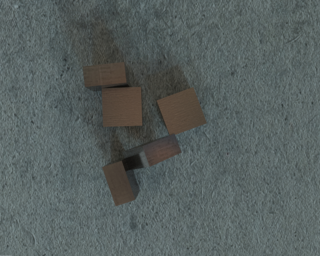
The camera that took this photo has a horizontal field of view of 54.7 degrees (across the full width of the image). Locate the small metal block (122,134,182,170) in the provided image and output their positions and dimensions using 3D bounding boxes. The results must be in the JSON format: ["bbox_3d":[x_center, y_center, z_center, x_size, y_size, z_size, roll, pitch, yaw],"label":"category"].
[{"bbox_3d":[-0.011,0.030,0.387,0.050,0.050,0.025,-20,91,-36],"label":"small metal block"}]

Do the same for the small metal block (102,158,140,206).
[{"bbox_3d":[-0.048,0.066,0.396,0.025,0.050,0.050,-19,90,3],"label":"small metal block"}]

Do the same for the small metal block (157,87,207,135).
[{"bbox_3d":[0.028,-0.021,0.410,0.050,0.025,0.050,-20,90,0],"label":"small metal block"}]

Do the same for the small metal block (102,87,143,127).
[{"bbox_3d":[-0.049,-0.027,0.409,0.050,0.025,0.050,-2,90,0],"label":"small metal block"}]

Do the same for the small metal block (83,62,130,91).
[{"bbox_3d":[-0.067,-0.064,0.397,0.050,0.050,0.025,-6,90,0],"label":"small metal block"}]
